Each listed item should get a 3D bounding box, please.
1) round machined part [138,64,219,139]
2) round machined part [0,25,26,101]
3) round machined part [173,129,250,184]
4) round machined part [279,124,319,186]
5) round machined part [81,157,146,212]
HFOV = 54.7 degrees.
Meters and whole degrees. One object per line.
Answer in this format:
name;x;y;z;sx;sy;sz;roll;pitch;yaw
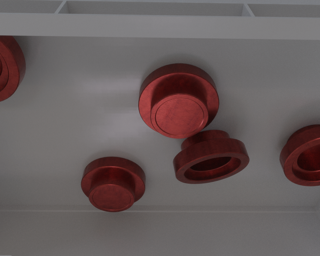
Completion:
round machined part;0.023;-0.025;0.377;0.099;0.042;0.097;0;130;0
round machined part;-0.194;-0.077;0.330;0.099;0.042;0.097;0;130;0
round machined part;0.065;0.037;0.416;0.099;0.042;0.098;-8;150;-5
round machined part;0.215;0.033;0.428;0.099;0.042;0.097;0;130;0
round machined part;-0.072;0.093;0.476;0.099;0.042;0.097;0;130;0
